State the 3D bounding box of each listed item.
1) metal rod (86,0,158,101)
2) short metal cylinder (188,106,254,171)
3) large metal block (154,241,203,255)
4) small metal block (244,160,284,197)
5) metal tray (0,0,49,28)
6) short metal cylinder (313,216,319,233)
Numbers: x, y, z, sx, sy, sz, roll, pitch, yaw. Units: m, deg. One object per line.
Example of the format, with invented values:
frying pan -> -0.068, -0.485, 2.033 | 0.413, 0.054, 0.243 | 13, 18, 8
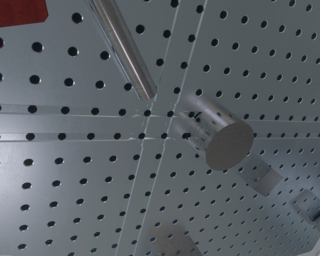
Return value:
metal rod -> -0.068, -0.145, 0.283 | 0.025, 0.025, 0.299 | -33, 129, -7
short metal cylinder -> 0.088, 0.015, 0.452 | 0.081, 0.050, 0.079 | -14, 124, -21
large metal block -> 0.030, 0.264, 0.574 | 0.081, 0.050, 0.079 | 4, 117, -30
small metal block -> 0.193, 0.095, 0.575 | 0.050, 0.025, 0.050 | 34, 99, -39
metal tray -> -0.165, -0.124, 0.241 | 0.131, 0.030, 0.089 | -15, 125, -20
short metal cylinder -> 0.426, 0.245, 0.760 | 0.050, 0.080, 0.080 | -39, 129, -2
